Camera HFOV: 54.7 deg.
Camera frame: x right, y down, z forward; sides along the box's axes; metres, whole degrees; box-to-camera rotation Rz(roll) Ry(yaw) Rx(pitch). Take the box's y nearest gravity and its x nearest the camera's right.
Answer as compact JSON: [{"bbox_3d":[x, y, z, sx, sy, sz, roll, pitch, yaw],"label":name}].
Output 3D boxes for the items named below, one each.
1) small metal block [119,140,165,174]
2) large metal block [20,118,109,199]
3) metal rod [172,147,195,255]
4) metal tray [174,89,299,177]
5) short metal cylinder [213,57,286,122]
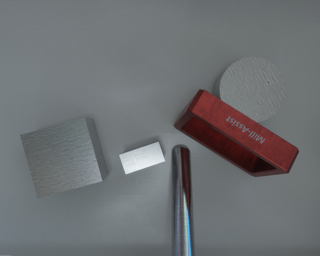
[{"bbox_3d":[-0.022,0.036,0.399,0.050,0.050,0.025,-19,90,0],"label":"small metal block"},{"bbox_3d":[-0.119,0.036,0.397,0.080,0.050,0.080,-15,90,-1],"label":"large metal block"},{"bbox_3d":[0.024,0.147,0.317,0.025,0.025,0.300,2,49,0],"label":"metal rod"},{"bbox_3d":[0.086,0.011,0.377,0.130,0.090,0.030,32,76,-1],"label":"metal tray"},{"bbox_3d":[0.112,-0.047,0.400,0.081,0.050,0.079,0,90,-1],"label":"short metal cylinder"}]
